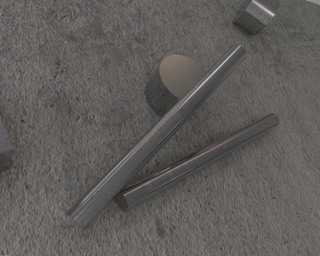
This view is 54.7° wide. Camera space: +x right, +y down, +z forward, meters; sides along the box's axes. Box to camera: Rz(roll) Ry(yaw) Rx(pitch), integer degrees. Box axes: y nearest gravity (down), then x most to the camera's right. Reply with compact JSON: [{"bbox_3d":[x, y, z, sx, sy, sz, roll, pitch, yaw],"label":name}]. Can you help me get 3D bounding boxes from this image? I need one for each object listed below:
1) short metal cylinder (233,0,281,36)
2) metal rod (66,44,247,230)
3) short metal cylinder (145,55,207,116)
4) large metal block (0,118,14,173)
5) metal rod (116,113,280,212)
[{"bbox_3d":[0.190,-0.231,0.612,0.050,0.080,0.080,31,52,-8],"label":"short metal cylinder"},{"bbox_3d":[0.012,-0.006,0.365,0.025,0.025,0.301,44,66,2],"label":"metal rod"},{"bbox_3d":[0.025,-0.055,0.435,0.081,0.050,0.080,14,56,-21],"label":"short metal cylinder"},{"bbox_3d":[-0.191,0.008,0.280,0.081,0.050,0.080,-20,73,-36],"label":"large metal block"},{"bbox_3d":[0.072,0.033,0.421,0.302,0.025,0.025,-22,74,-36],"label":"metal rod"}]
